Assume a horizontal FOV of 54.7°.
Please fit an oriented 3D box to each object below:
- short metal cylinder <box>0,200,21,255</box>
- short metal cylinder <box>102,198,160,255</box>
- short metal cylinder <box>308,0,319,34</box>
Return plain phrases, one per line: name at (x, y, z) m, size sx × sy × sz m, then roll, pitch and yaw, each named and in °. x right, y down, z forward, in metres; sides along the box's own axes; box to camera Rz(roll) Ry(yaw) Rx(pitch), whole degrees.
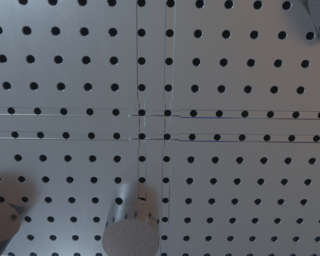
short metal cylinder at (-0.247, 0.144, 0.434) m, size 0.080 × 0.080 × 0.050 m, roll 32°, pitch 107°, yaw -11°
short metal cylinder at (-0.041, 0.152, 0.455) m, size 0.081 × 0.050 × 0.079 m, roll 0°, pitch 110°, yaw -1°
short metal cylinder at (0.210, -0.130, 0.339) m, size 0.050 × 0.080 × 0.080 m, roll -30°, pitch 108°, yaw 10°
